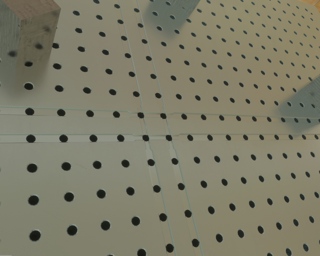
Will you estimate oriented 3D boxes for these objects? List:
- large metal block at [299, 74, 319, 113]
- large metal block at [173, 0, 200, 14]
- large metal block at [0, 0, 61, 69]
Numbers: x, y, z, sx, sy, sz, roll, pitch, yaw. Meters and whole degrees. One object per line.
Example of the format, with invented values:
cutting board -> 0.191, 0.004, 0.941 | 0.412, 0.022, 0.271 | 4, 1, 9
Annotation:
large metal block -> 0.341, -0.075, 0.606 | 0.050, 0.080, 0.080 | -34, 81, -38
large metal block -> 0.053, -0.277, 0.573 | 0.080, 0.080, 0.050 | 34, 51, -6
large metal block -> -0.169, -0.131, 0.362 | 0.080, 0.080, 0.050 | 47, 51, 4
